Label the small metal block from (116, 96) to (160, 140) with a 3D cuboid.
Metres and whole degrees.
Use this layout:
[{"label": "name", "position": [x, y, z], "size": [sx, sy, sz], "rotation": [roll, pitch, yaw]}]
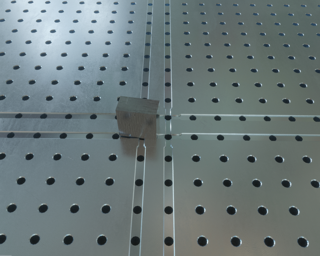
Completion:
[{"label": "small metal block", "position": [-0.027, -0.012, 0.401], "size": [0.050, 0.050, 0.025], "rotation": [7, 51, 5]}]
